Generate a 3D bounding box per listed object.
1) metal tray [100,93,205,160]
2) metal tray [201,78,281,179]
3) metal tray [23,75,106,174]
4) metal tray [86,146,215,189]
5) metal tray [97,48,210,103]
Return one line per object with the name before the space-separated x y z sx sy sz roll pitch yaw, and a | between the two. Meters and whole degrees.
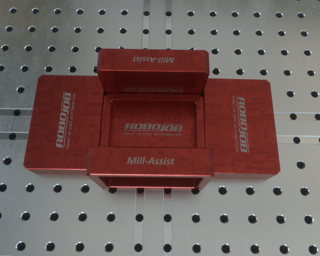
metal tray | -0.009 0.001 0.406 0.131 0.030 0.090 1 70 0
metal tray | 0.102 -0.001 0.409 0.091 0.030 0.130 1 70 -1
metal tray | -0.120 -0.006 0.409 0.091 0.030 0.130 1 70 0
metal tray | -0.010 0.049 0.358 0.131 0.090 0.030 1 70 0
metal tray | -0.008 -0.064 0.400 0.131 0.090 0.030 1 70 0
